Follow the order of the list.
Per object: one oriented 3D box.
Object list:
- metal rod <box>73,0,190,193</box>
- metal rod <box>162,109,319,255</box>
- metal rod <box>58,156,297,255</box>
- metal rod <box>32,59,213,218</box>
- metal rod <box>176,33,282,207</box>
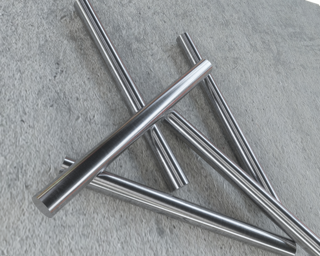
[{"bbox_3d":[-0.044,-0.055,0.412,0.025,0.025,0.299,-18,71,-35],"label":"metal rod"},{"bbox_3d":[0.122,0.084,0.401,0.300,0.025,0.025,42,51,7],"label":"metal rod"},{"bbox_3d":[0.031,0.098,0.360,0.302,0.025,0.025,23,53,-14],"label":"metal rod"},{"bbox_3d":[-0.018,-0.011,0.366,0.025,0.025,0.302,45,51,2],"label":"metal rod"},{"bbox_3d":[0.097,-0.021,0.467,0.025,0.025,0.299,-12,68,-33],"label":"metal rod"}]
